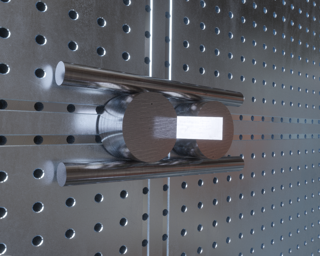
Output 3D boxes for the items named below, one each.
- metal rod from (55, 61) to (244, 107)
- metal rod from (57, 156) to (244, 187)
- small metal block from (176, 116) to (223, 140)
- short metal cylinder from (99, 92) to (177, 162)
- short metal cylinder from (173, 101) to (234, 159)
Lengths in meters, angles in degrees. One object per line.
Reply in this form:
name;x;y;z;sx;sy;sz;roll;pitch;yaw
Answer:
metal rod;0.013;-0.052;0.416;0.302;0.025;0.025;2;89;-40
metal rod;0.014;0.054;0.417;0.302;0.025;0.025;3;88;-40
small metal block;0.047;0.001;0.368;0.050;0.050;0.025;22;70;-83
short metal cylinder;-0.025;-0.001;0.368;0.081;0.050;0.079;0;90;-40
short metal cylinder;0.059;0.003;0.439;0.081;0.050;0.079;0;90;-40
